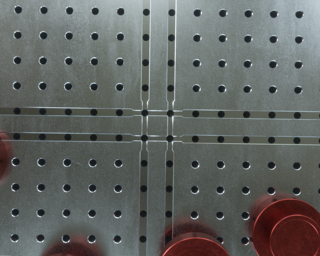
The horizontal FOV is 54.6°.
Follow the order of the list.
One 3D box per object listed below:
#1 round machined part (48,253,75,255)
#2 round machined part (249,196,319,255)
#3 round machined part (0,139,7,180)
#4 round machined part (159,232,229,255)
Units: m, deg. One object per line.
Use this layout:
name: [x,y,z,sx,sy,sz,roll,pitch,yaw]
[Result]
round machined part: [-0.129,0.212,0.404,0.099,0.042,0.097,0,90,0]
round machined part: [0.171,0.142,0.406,0.099,0.042,0.097,0,90,0]
round machined part: [-0.259,0.043,0.403,0.099,0.042,0.097,0,90,0]
round machined part: [0.045,0.185,0.405,0.099,0.042,0.097,0,90,0]
